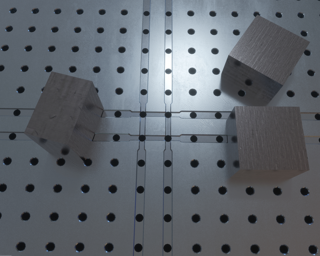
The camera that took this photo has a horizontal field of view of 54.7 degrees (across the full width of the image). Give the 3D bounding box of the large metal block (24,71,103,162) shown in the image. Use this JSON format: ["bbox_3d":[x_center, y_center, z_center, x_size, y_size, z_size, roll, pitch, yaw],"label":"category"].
[{"bbox_3d":[-0.113,-0.011,0.385,0.050,0.080,0.080,14,71,5],"label":"large metal block"}]

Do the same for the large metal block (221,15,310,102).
[{"bbox_3d":[0.146,-0.098,0.436,0.080,0.050,0.080,33,73,11],"label":"large metal block"}]

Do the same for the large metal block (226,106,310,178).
[{"bbox_3d":[0.132,0.019,0.393,0.081,0.050,0.080,1,70,0],"label":"large metal block"}]
